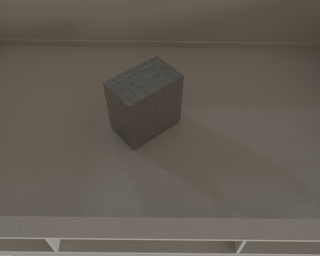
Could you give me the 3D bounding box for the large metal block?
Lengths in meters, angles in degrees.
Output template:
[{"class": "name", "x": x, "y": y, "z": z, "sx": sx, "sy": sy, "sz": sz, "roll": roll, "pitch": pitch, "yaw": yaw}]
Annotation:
[{"class": "large metal block", "x": -0.019, "y": -0.032, "z": 0.392, "sx": 0.081, "sy": 0.080, "sz": 0.050, "roll": -33, "pitch": 58, "yaw": -25}]
